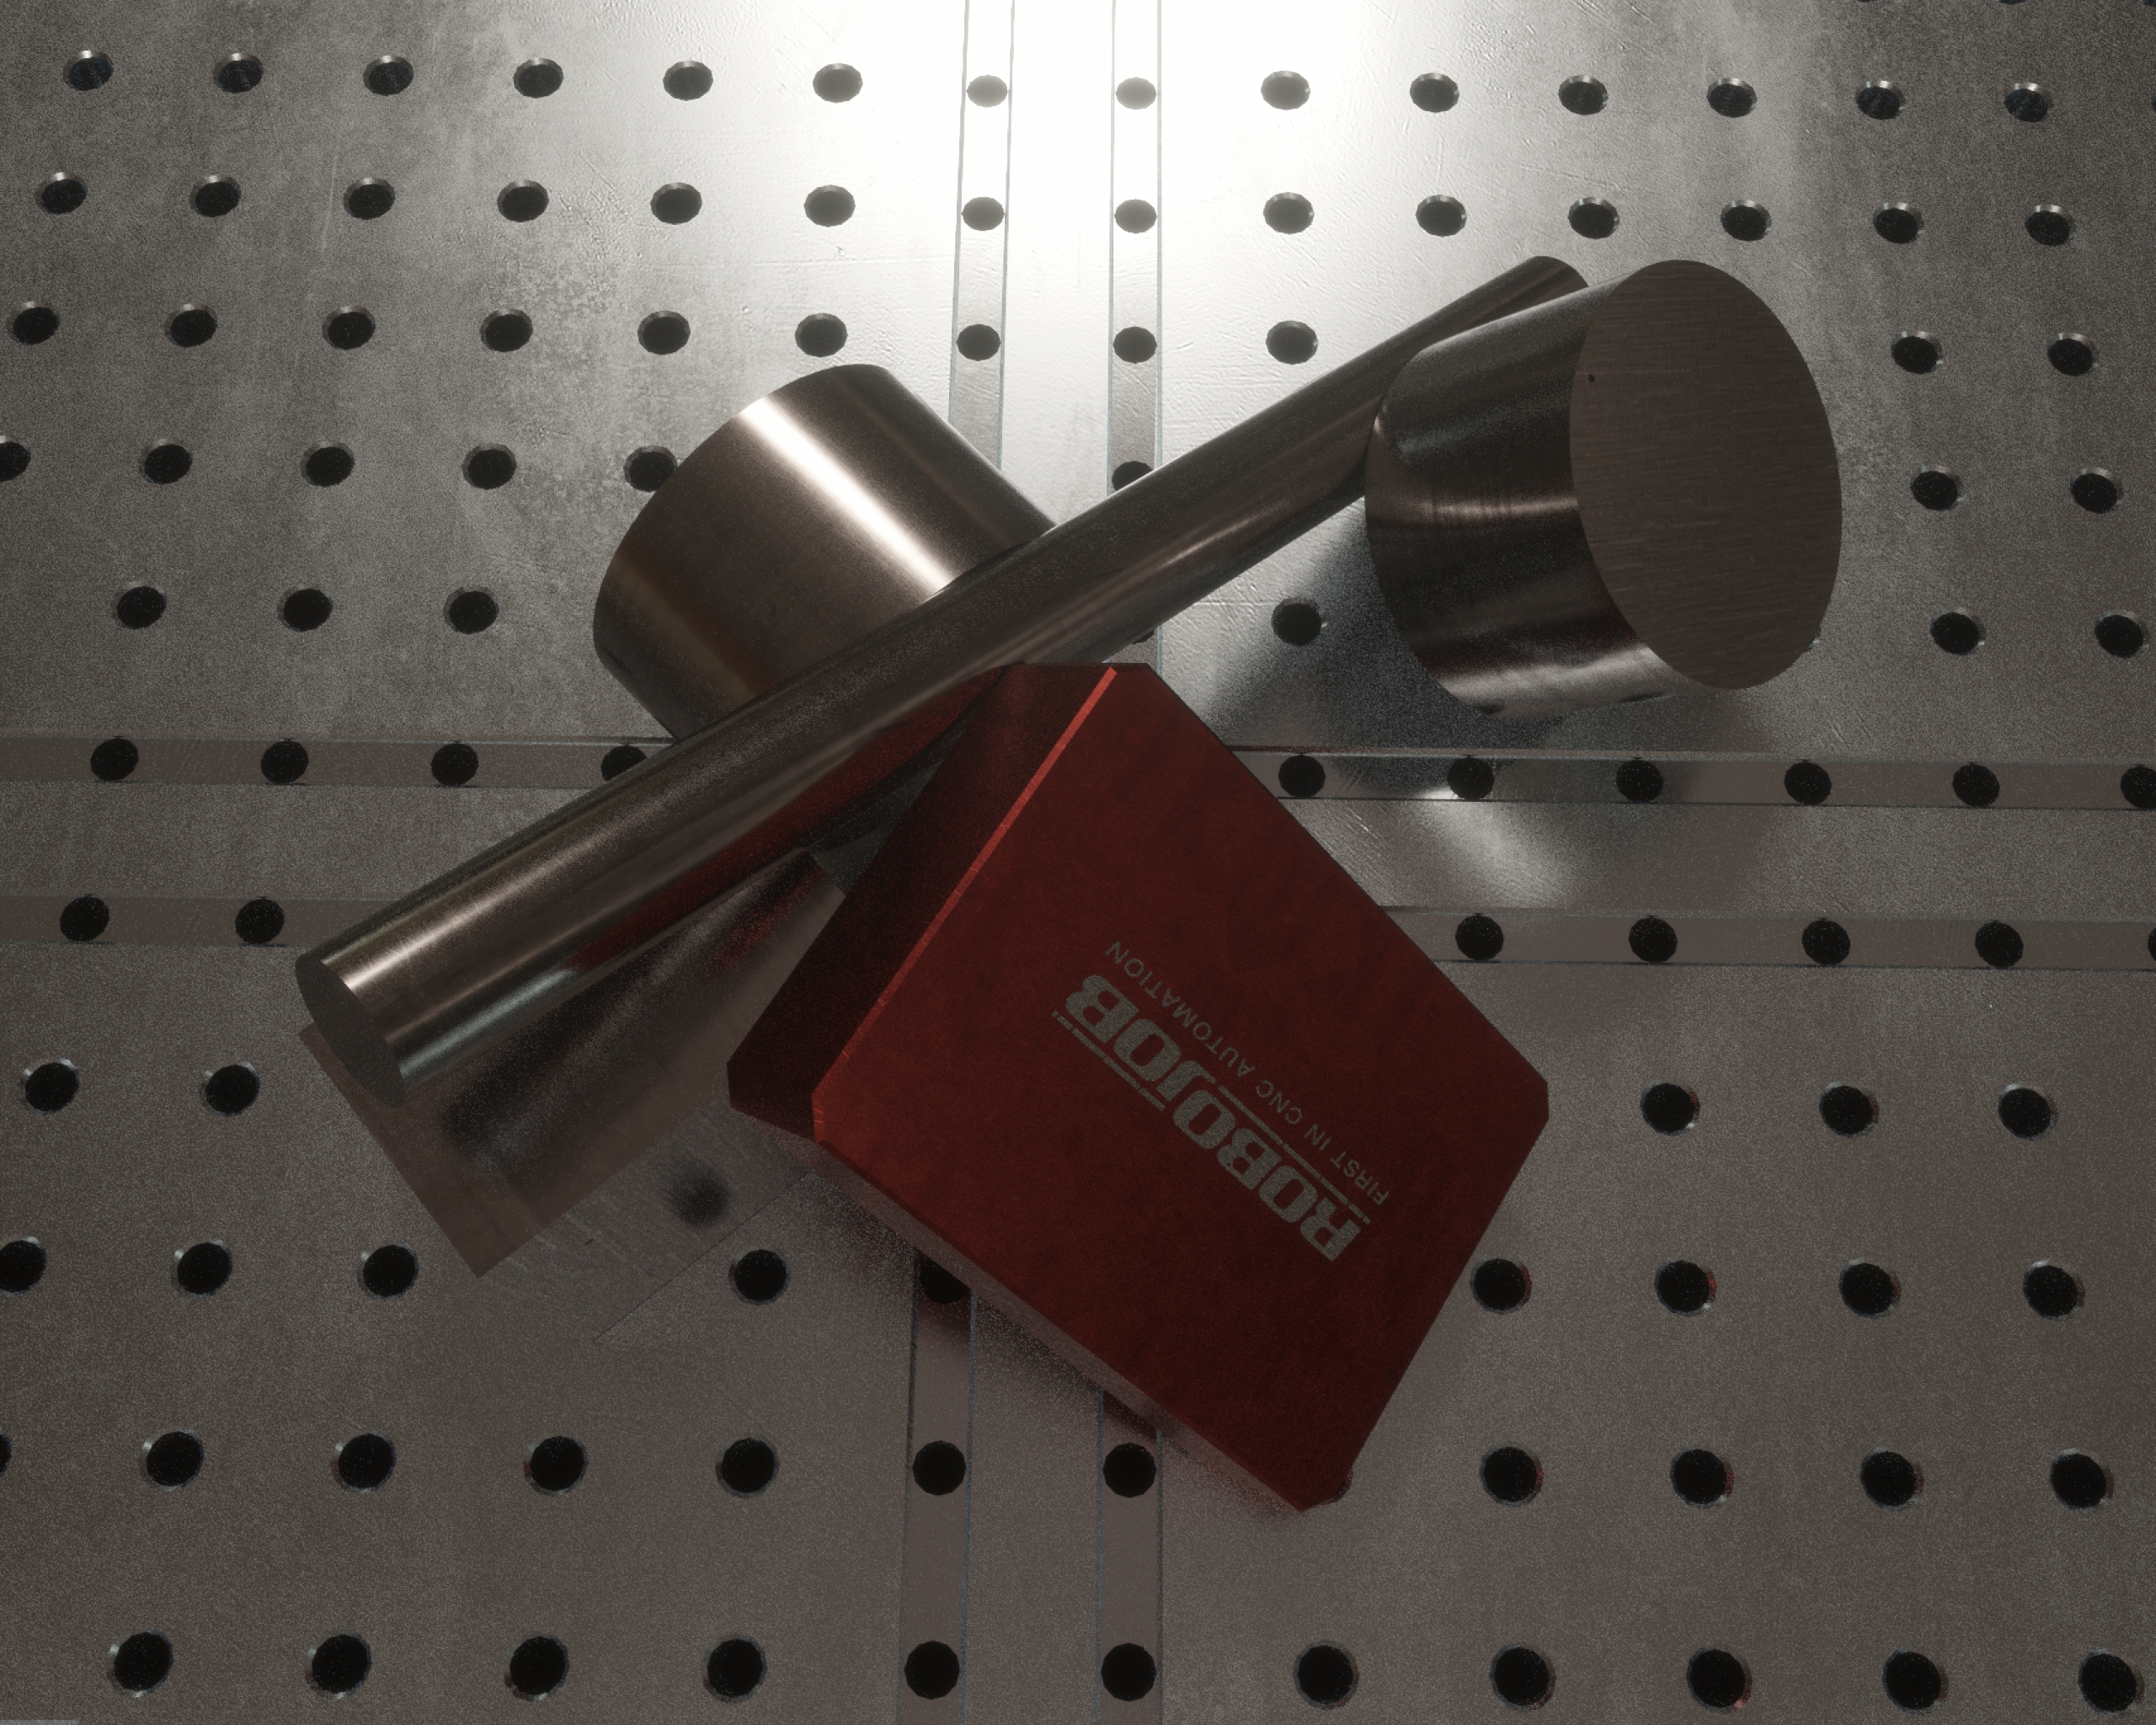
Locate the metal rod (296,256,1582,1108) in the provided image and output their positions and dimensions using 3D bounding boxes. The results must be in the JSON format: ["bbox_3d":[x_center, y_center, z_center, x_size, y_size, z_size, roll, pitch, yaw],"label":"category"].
[{"bbox_3d":[0.001,-0.049,0.373,0.025,0.025,0.302,45,55,14],"label":"metal rod"}]

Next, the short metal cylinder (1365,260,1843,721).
[{"bbox_3d":[0.102,-0.070,0.404,0.081,0.050,0.080,3,84,-37],"label":"short metal cylinder"}]

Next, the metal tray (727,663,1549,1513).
[{"bbox_3d":[0.017,0.039,0.353,0.130,0.030,0.090,44,70,-30],"label":"metal tray"}]

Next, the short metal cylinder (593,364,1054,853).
[{"bbox_3d":[-0.044,-0.048,0.399,0.080,0.080,0.050,-42,76,-14],"label":"short metal cylinder"}]

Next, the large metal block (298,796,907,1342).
[{"bbox_3d":[-0.076,0.034,0.368,0.080,0.080,0.050,-38,75,-13],"label":"large metal block"}]
